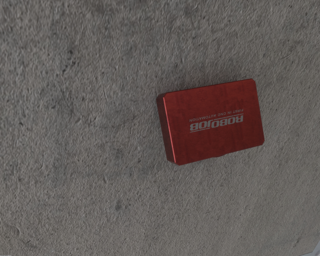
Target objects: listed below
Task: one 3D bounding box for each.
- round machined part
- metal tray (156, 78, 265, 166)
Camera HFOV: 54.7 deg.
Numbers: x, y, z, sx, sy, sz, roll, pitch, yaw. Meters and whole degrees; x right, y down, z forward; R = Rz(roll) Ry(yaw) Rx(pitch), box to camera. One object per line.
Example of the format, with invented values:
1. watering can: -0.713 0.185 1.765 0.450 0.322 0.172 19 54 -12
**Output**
1. round machined part: 0.078 0.003 0.440 0.099 0.042 0.097 -14 124 -21
2. metal tray: 0.067 -0.010 0.403 0.131 0.030 0.089 -12 94 -18
